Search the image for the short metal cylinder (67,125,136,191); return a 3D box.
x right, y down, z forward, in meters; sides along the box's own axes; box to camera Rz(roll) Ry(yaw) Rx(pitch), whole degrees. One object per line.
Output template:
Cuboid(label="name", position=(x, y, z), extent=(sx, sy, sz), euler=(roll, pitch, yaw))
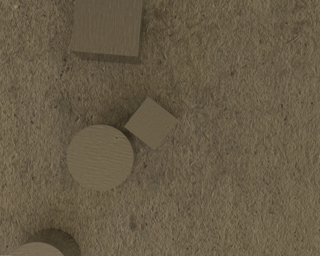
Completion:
Cuboid(label="short metal cylinder", position=(-0.072, 0.036, 0.397), extent=(0.081, 0.050, 0.080), euler=(0, 90, 0))

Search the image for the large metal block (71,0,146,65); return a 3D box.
Cuboid(label="large metal block", position=(-0.063, -0.129, 0.397), extent=(0.080, 0.050, 0.080), euler=(5, 90, 0))

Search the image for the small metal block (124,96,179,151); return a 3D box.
Cuboid(label="small metal block", position=(-0.011, -0.006, 0.410), extent=(0.050, 0.025, 0.050), euler=(38, 90, 0))

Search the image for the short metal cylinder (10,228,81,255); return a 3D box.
Cuboid(label="short metal cylinder", position=(-0.148, 0.177, 0.396), extent=(0.081, 0.050, 0.080), euler=(0, 90, 0))
